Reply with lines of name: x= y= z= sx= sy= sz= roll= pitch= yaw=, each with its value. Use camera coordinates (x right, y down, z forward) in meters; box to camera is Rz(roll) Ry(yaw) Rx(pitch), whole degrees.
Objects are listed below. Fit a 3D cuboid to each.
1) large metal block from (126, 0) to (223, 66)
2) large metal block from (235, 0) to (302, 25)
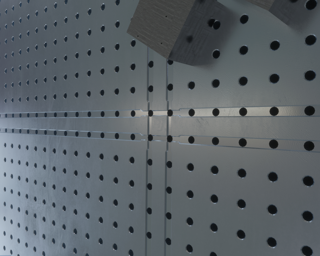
large metal block: x=0.016 y=-0.134 z=0.381 sx=0.080 sy=0.050 sz=0.080 roll=41 pitch=115 yaw=32
large metal block: x=0.107 y=-0.161 z=0.306 sx=0.080 sy=0.050 sz=0.080 roll=42 pitch=116 yaw=32
